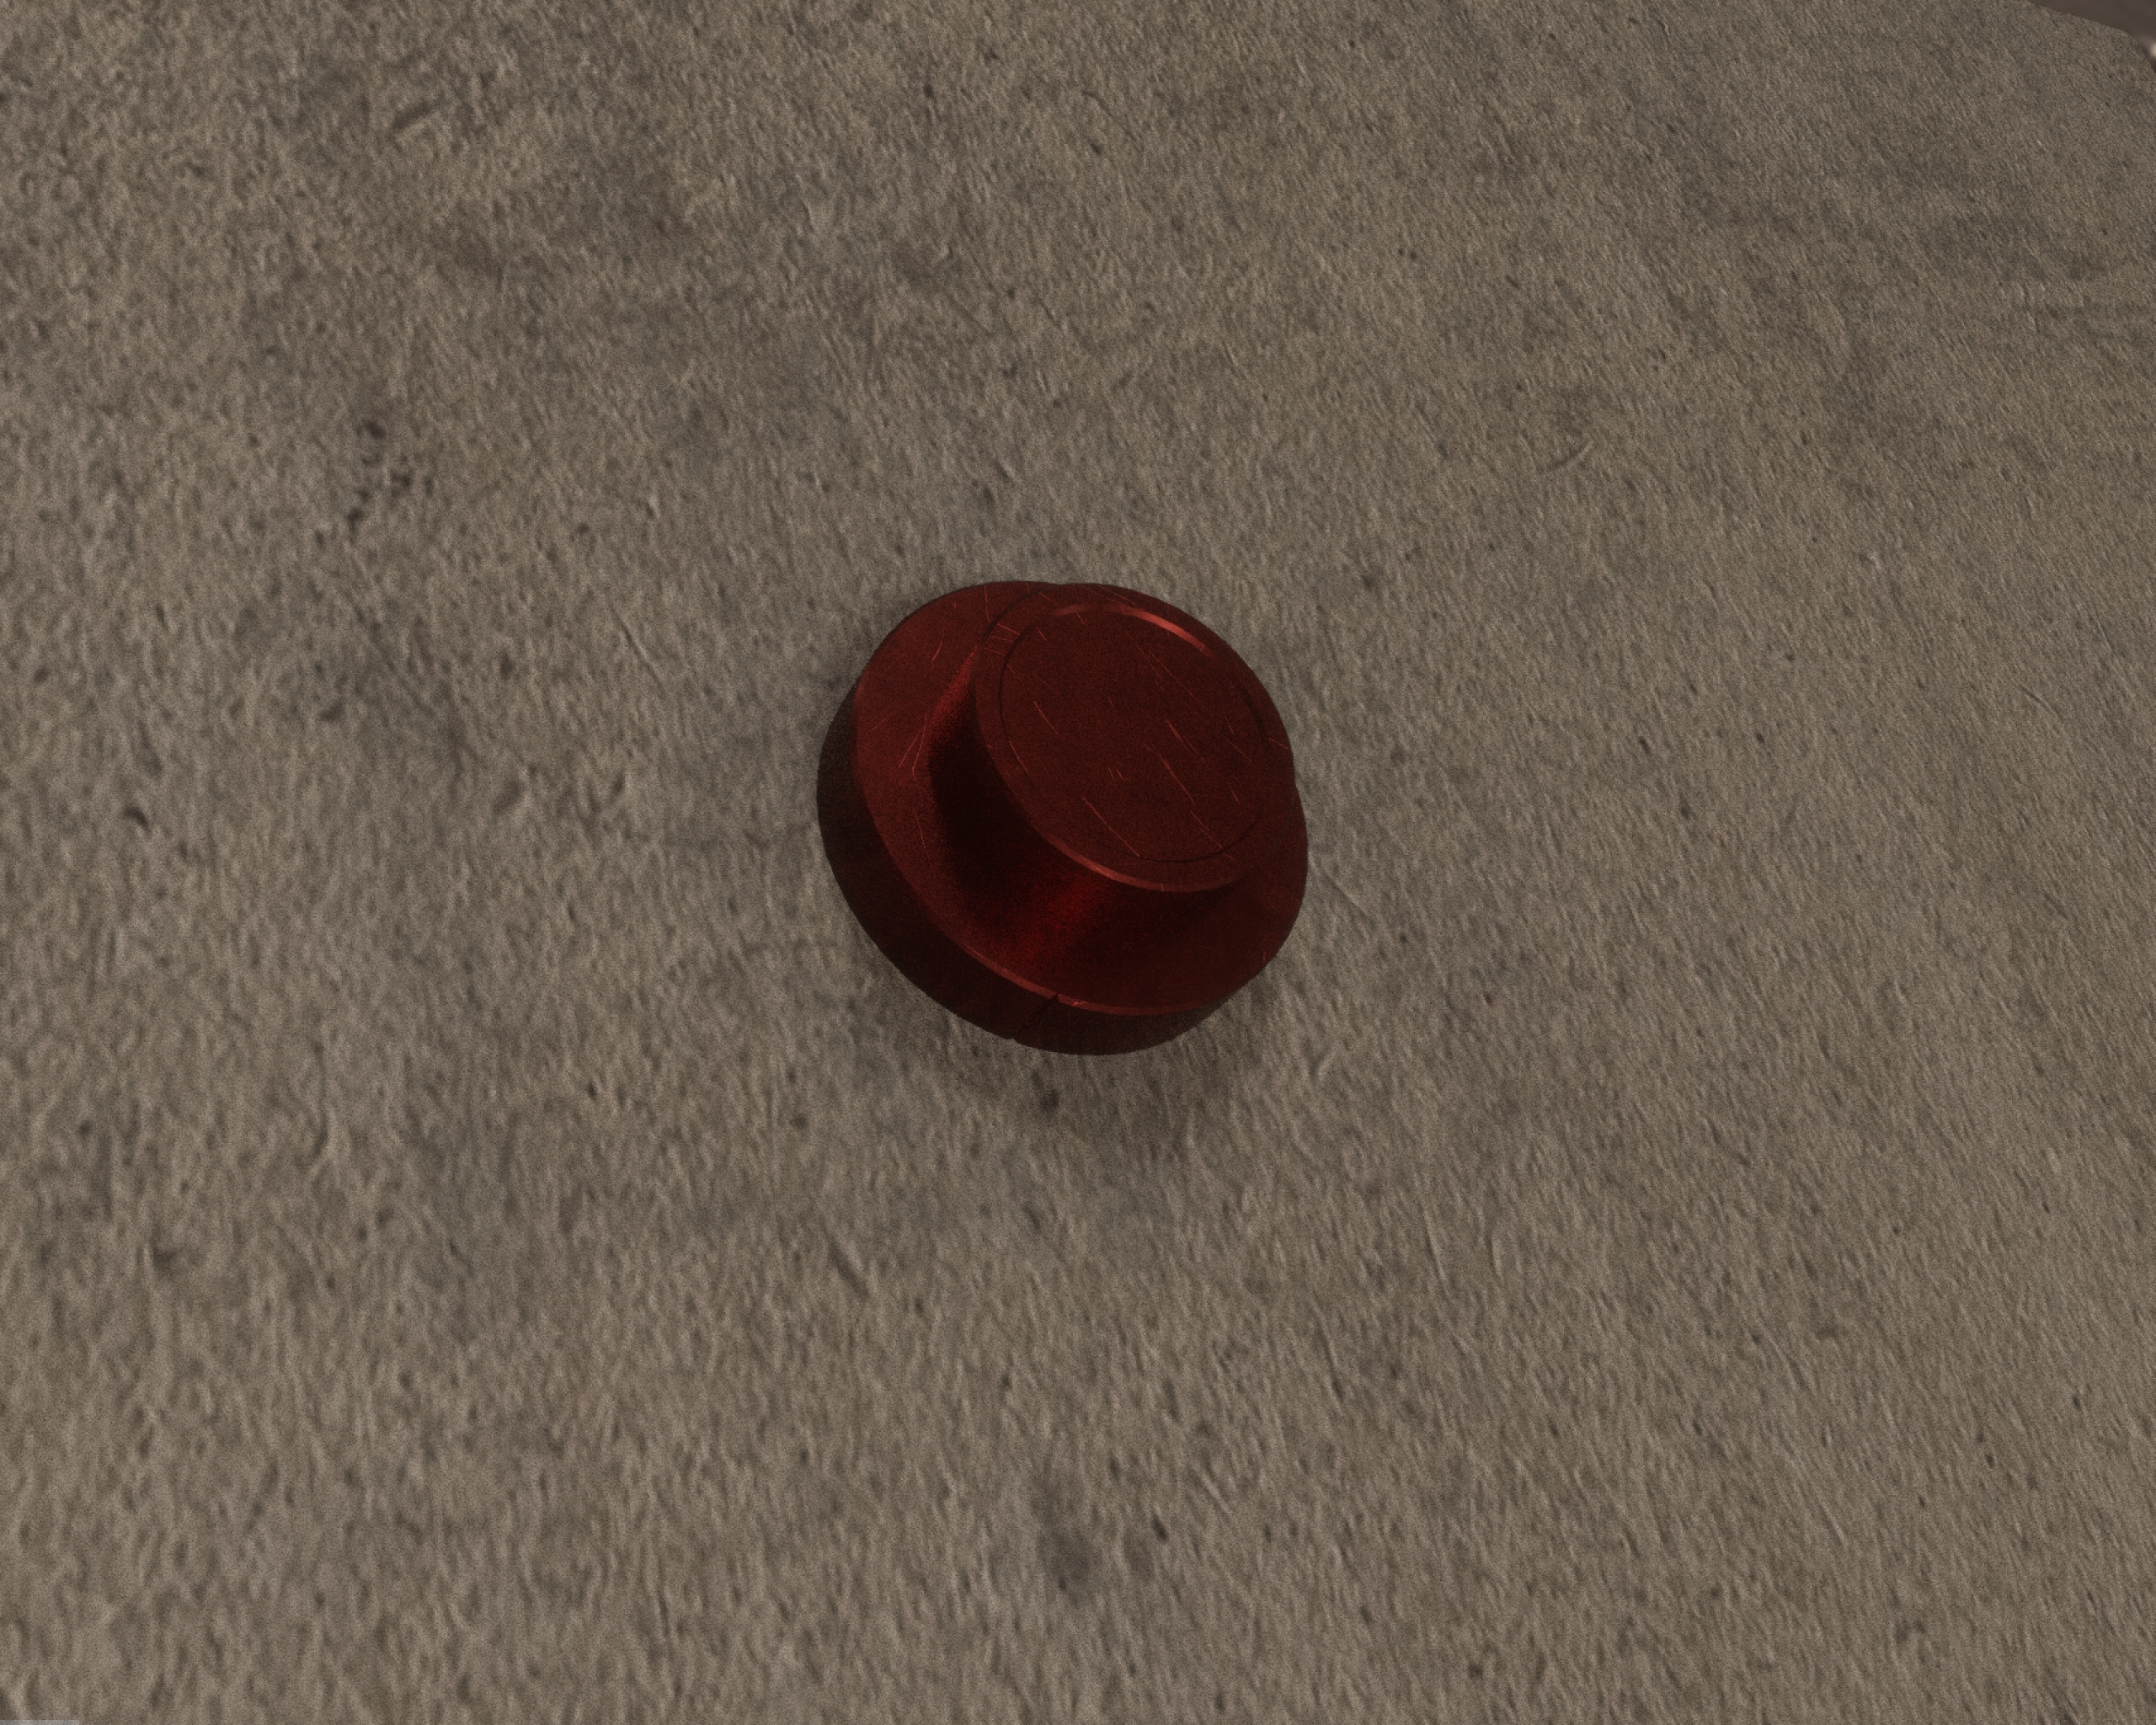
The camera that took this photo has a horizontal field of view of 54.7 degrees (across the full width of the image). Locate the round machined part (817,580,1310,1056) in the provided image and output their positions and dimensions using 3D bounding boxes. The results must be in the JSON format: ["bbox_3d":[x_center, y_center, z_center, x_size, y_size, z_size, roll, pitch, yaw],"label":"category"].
[{"bbox_3d":[0.003,-0.015,0.406,0.099,0.042,0.098,14,56,-21],"label":"round machined part"}]
